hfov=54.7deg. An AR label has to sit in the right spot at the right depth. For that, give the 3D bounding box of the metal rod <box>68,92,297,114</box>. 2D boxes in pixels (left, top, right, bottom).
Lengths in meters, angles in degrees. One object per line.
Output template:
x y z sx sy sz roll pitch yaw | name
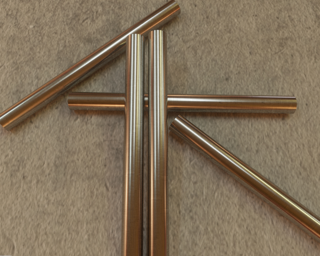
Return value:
0.030 -0.034 0.420 0.302 0.025 0.025 1 70 0 | metal rod

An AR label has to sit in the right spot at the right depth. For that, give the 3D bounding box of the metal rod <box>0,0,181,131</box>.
-0.092 -0.096 0.441 0.301 0.025 0.025 -38 75 -13 | metal rod

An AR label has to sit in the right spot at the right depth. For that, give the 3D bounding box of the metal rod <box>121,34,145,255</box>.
-0.032 0.026 0.379 0.025 0.025 0.299 0 77 0 | metal rod

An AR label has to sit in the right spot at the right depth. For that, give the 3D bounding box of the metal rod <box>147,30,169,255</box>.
-0.003 0.021 0.381 0.025 0.025 0.299 0 77 -1 | metal rod

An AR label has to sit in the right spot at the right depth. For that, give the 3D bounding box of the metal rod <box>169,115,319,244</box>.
0.136 0.081 0.380 0.300 0.025 0.025 37 74 12 | metal rod
